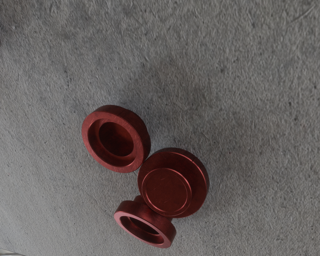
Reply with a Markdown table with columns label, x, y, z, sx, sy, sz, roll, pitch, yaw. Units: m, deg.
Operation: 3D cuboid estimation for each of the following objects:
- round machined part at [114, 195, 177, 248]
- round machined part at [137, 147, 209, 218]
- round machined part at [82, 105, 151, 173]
| label | x | y | z | sx | sy | sz | roll | pitch | yaw |
| --- | --- | --- | --- | --- | --- | --- | --- | --- | --- |
| round machined part | -0.018 | 0.141 | 0.482 | 0.098 | 0.042 | 0.097 | 20 | 143 | 16 |
| round machined part | 0.015 | 0.079 | 0.420 | 0.098 | 0.042 | 0.097 | 5 | 105 | 18 |
| round machined part | -0.056 | 0.011 | 0.432 | 0.098 | 0.042 | 0.097 | 13 | 124 | 21 |
